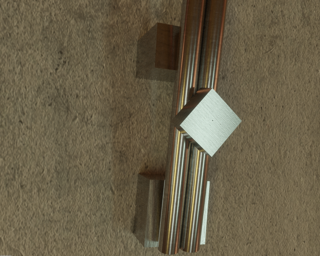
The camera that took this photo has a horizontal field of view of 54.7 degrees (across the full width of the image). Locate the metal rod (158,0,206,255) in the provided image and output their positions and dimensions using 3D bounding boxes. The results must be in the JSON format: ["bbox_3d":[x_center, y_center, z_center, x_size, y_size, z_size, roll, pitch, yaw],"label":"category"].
[{"bbox_3d":[0.024,-0.008,0.342,0.025,0.025,0.298,3,96,-20],"label":"metal rod"}]

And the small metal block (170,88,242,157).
[{"bbox_3d":[0.048,-0.007,0.324,0.050,0.025,0.050,44,82,-21],"label":"small metal block"}]

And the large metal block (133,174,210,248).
[{"bbox_3d":[0.014,0.104,0.402,0.081,0.050,0.080,5,88,-20],"label":"large metal block"}]

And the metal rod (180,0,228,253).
[{"bbox_3d":[0.048,-0.007,0.351,0.025,0.025,0.298,3,96,-20],"label":"metal rod"}]

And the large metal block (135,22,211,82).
[{"bbox_3d":[0.020,-0.089,0.389,0.081,0.080,0.050,3,89,-20],"label":"large metal block"}]
